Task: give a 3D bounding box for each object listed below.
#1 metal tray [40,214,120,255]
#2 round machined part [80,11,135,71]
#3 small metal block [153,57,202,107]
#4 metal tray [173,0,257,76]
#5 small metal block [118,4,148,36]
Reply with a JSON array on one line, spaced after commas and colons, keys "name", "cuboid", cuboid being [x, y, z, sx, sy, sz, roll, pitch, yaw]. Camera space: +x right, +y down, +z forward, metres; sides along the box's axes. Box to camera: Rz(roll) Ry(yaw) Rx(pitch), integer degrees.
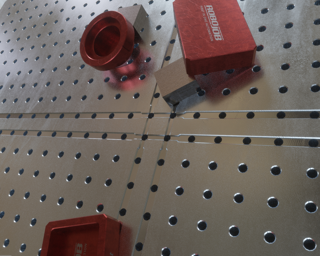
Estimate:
[{"name": "metal tray", "cuboid": [-0.095, 0.170, 0.350, 0.090, 0.030, 0.130, -14, 56, 20]}, {"name": "round machined part", "cuboid": [-0.082, -0.140, 0.517, 0.098, 0.042, 0.098, -8, 72, 28]}, {"name": "small metal block", "cuboid": [0.024, -0.066, 0.436, 0.050, 0.025, 0.050, -27, 52, 11]}, {"name": "metal tray", "cuboid": [0.072, -0.136, 0.434, 0.091, 0.030, 0.130, -9, 56, 2]}, {"name": "small metal block", "cuboid": [-0.055, -0.190, 0.554, 0.050, 0.025, 0.050, 3, 63, 29]}]
